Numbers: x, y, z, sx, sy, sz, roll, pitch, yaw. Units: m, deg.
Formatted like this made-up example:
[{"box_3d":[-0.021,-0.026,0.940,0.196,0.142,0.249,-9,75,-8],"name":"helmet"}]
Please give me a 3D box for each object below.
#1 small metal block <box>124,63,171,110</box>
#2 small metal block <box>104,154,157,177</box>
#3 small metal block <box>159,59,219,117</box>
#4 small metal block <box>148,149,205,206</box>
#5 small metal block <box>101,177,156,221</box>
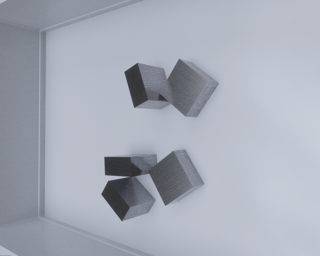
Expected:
[{"box_3d":[-0.013,-0.052,0.400,0.025,0.050,0.050,-26,74,37],"name":"small metal block"},{"box_3d":[-0.039,0.050,0.421,0.050,0.050,0.025,-4,87,39],"name":"small metal block"},{"box_3d":[0.034,-0.048,0.377,0.050,0.025,0.050,45,116,30],"name":"small metal block"},{"box_3d":[0.019,0.062,0.389,0.050,0.025,0.050,-42,65,31],"name":"small metal block"},{"box_3d":[-0.043,0.095,0.424,0.050,0.050,0.025,43,116,31],"name":"small metal block"}]
